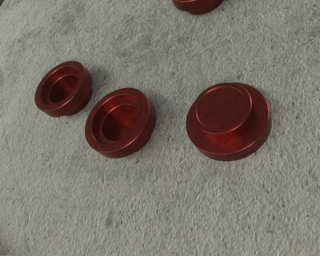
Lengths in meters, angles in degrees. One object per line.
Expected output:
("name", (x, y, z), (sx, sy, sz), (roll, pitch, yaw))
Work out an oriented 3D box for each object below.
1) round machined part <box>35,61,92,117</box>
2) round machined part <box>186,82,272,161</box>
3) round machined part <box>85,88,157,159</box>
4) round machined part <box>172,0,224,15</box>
("round machined part", (-0.152, -0.059, 0.510), (0.098, 0.042, 0.098), (-13, 56, 21))
("round machined part", (0.076, -0.014, 0.362), (0.098, 0.042, 0.098), (-13, 56, 21))
("round machined part", (-0.049, -0.003, 0.421), (0.098, 0.042, 0.098), (-13, 56, 21))
("round machined part", (0.066, -0.221, 0.494), (0.098, 0.042, 0.098), (-13, 56, 21))
